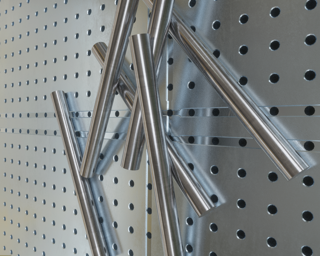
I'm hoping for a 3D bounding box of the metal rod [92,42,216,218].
[{"bbox_3d":[-0.020,-0.014,0.427,0.025,0.025,0.299,-49,61,29],"label":"metal rod"}]

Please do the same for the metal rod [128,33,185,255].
[{"bbox_3d":[-0.001,0.040,0.374,0.025,0.025,0.298,-3,99,40],"label":"metal rod"}]

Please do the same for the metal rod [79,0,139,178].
[{"bbox_3d":[-0.076,-0.051,0.442,0.025,0.025,0.298,39,123,33],"label":"metal rod"}]

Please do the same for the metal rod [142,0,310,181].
[{"bbox_3d":[0.059,-0.070,0.361,0.025,0.025,0.299,-48,62,29],"label":"metal rod"}]

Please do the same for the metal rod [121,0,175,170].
[{"bbox_3d":[-0.008,-0.092,0.382,0.025,0.025,0.298,20,103,38],"label":"metal rod"}]

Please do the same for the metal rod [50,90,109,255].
[{"bbox_3d":[-0.139,0.073,0.525,0.025,0.025,0.299,-31,71,36],"label":"metal rod"}]
